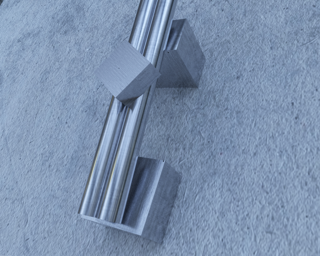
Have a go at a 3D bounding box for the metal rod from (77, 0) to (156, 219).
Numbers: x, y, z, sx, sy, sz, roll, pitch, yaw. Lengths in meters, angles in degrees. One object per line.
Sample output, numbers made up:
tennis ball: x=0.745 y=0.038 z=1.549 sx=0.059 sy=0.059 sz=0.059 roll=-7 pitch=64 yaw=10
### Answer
metal rod: x=-0.040 y=-0.049 z=0.362 sx=0.025 sy=0.025 sz=0.299 roll=3 pitch=70 yaw=29

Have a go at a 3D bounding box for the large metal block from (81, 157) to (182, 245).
large metal block: x=-0.031 y=0.078 z=0.356 sx=0.080 sy=0.050 sz=0.080 roll=5 pitch=64 yaw=30

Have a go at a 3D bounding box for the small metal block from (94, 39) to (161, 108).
small metal block: x=-0.036 y=-0.059 z=0.335 sx=0.050 sy=0.025 sz=0.050 roll=-45 pitch=56 yaw=4

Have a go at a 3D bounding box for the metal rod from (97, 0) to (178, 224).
metal rod: x=-0.017 y=-0.047 z=0.350 sx=0.025 sy=0.025 sz=0.299 roll=3 pitch=70 yaw=29

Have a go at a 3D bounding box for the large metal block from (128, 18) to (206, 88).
large metal block: x=0.008 y=-0.098 z=0.426 sx=0.080 sy=0.080 sz=0.050 roll=3 pitch=64 yaw=30
